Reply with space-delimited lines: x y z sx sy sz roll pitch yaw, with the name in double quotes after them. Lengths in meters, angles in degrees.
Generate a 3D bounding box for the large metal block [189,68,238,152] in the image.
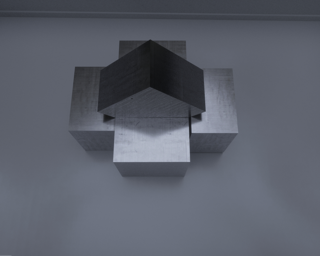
0.059 -0.019 0.384 0.050 0.080 0.080 0 70 0 "large metal block"

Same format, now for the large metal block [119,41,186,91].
-0.009 -0.069 0.404 0.081 0.080 0.050 0 70 0 "large metal block"

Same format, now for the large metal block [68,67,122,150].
-0.074 -0.021 0.387 0.050 0.080 0.080 0 70 0 "large metal block"

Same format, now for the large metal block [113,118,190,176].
-0.009 0.025 0.370 0.081 0.080 0.050 0 70 0 "large metal block"

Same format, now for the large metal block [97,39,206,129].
-0.009 -0.040 0.334 0.080 0.080 0.050 19 63 -42 "large metal block"
